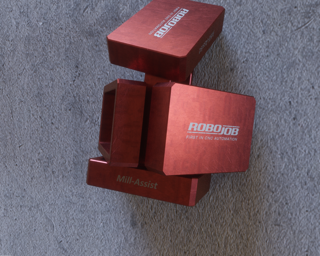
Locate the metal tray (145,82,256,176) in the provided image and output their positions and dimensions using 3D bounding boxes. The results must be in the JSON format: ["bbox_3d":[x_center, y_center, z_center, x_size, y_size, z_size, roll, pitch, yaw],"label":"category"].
[{"bbox_3d":[0.049,0.003,0.339,0.030,0.131,0.089,9,94,53],"label":"metal tray"}]

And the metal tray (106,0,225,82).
[{"bbox_3d":[0.011,-0.109,0.357,0.090,0.130,0.030,19,137,18],"label":"metal tray"}]

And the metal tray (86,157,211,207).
[{"bbox_3d":[-0.010,0.058,0.378,0.130,0.090,0.030,8,93,19],"label":"metal tray"}]

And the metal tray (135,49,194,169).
[{"bbox_3d":[0.009,-0.021,0.371,0.030,0.090,0.129,8,93,19],"label":"metal tray"}]

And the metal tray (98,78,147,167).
[{"bbox_3d":[-0.050,-0.009,0.375,0.030,0.130,0.089,5,92,-17],"label":"metal tray"}]
